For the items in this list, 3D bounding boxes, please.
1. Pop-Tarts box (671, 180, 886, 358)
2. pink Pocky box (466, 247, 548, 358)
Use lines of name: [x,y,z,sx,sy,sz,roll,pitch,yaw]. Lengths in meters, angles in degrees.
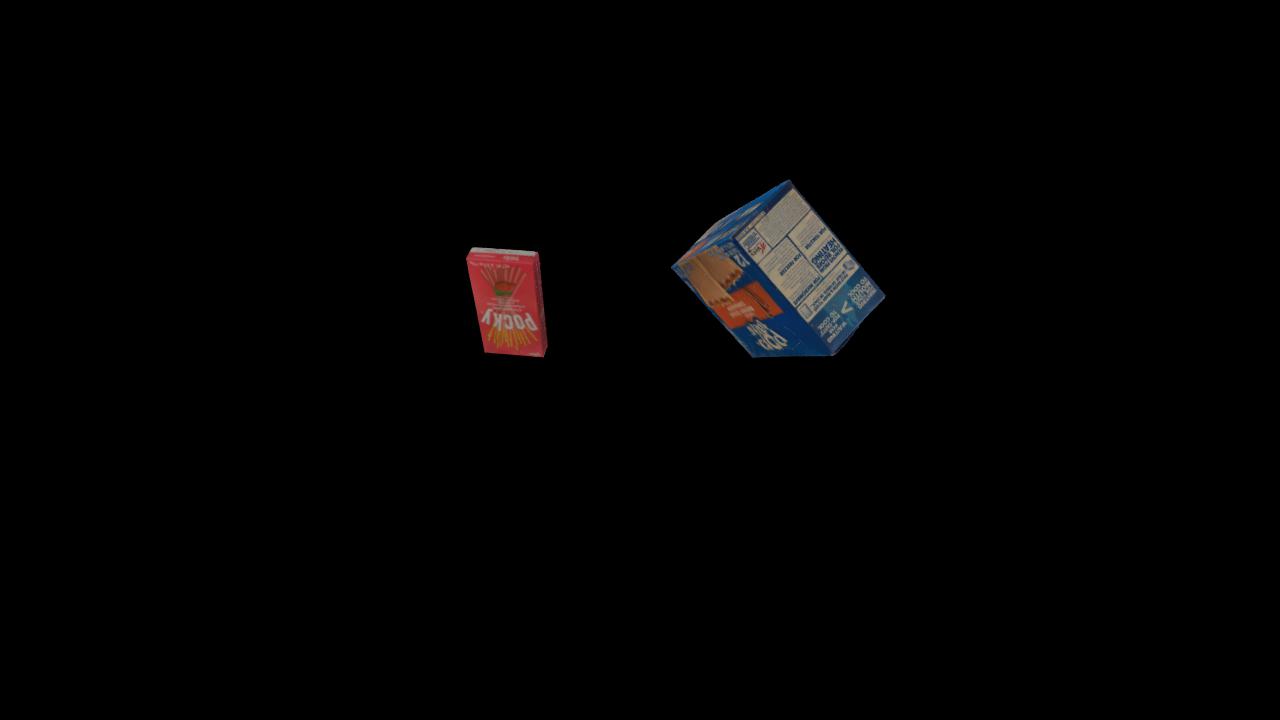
Pop-Tarts box: [0.126,-0.078,0.608,0.083,0.141,0.167,-46,10,-10]
pink Pocky box: [-0.167,-0.070,0.790,0.084,0.155,0.029,5,42,3]
